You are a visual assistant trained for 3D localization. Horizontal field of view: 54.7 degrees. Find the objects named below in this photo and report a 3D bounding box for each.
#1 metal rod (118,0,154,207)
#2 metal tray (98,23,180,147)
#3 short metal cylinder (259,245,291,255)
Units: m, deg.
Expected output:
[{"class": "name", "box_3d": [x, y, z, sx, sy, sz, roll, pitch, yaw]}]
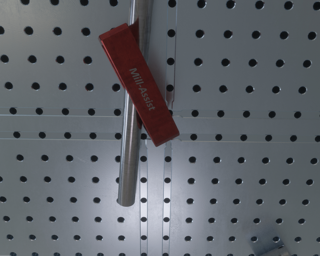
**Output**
[{"class": "metal rod", "box_3d": [-0.033, -0.024, 0.384, 0.025, 0.025, 0.298, 6, 117, -2]}, {"class": "metal tray", "box_3d": [-0.027, -0.051, 0.357, 0.030, 0.090, 0.129, -28, 109, -4]}, {"class": "short metal cylinder", "box_3d": [0.188, 0.226, 0.469, 0.050, 0.080, 0.080, -31, 107, 11]}]
